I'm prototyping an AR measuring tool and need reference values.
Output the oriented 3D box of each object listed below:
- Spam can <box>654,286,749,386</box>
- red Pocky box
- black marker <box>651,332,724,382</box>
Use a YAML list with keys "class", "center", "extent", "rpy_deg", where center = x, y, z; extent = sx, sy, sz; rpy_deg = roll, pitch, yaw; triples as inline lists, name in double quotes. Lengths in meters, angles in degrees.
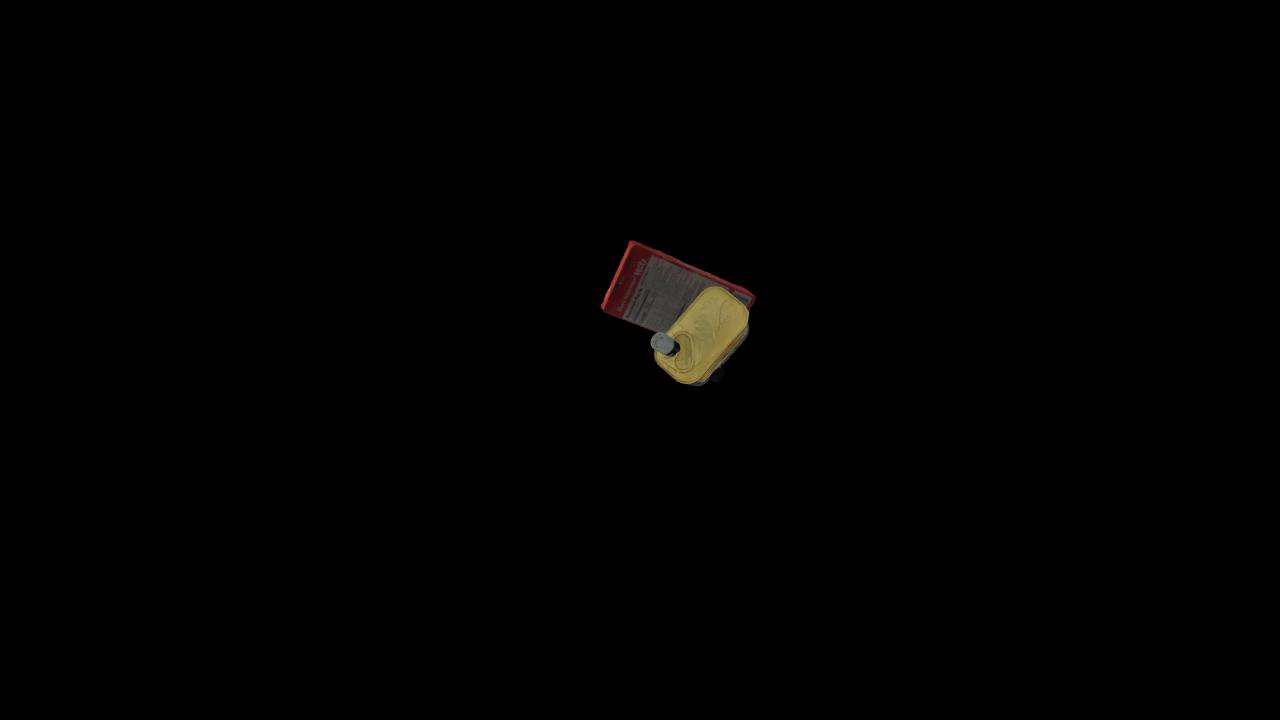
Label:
- class: "Spam can"
  center: [0.069, -0.021, 0.649]
  extent: [0.058, 0.101, 0.085]
  rpy_deg: [43, 5, 14]
- class: "red Pocky box"
  center: [0.043, -0.066, 0.680]
  extent: [0.155, 0.083, 0.028]
  rpy_deg: [20, 19, -18]
- class: "black marker"
  center: [0.054, -0.001, 0.647]
  extent: [0.020, 0.020, 0.121]
  rpy_deg: [0, -18, 39]
